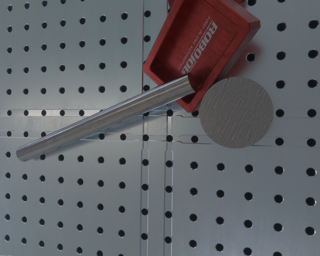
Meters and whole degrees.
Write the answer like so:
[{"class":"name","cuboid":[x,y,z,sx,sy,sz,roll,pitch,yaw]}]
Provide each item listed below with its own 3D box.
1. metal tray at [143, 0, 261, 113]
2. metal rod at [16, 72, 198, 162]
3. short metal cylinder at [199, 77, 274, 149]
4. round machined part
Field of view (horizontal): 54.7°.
[{"class":"metal tray","cuboid":[0.042,-0.093,0.365,0.090,0.030,0.129,44,131,14]},{"class":"metal rod","cuboid":[-0.089,-0.006,0.425,0.300,0.025,0.025,-20,83,25]},{"class":"short metal cylinder","cuboid":[0.092,-0.017,0.367,0.080,0.050,0.079,0,90,20]},{"class":"round machined part","cuboid":[0.056,-0.173,0.384,0.098,0.042,0.097,0,90,19]}]
